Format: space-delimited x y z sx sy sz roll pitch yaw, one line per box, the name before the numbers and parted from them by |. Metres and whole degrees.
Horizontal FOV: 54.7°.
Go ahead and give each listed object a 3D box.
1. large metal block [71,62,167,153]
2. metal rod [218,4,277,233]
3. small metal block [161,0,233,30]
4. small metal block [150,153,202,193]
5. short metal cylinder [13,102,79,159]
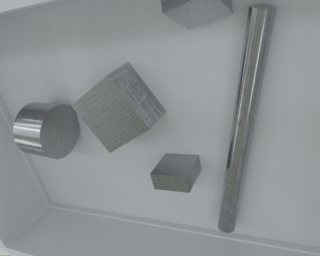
large metal block | -0.053 -0.025 0.403 0.080 0.050 0.080 -30 102 37
metal rod | 0.095 0.014 0.366 0.025 0.025 0.298 13 124 20
small metal block | 0.035 -0.121 0.295 0.050 0.050 0.025 -10 82 32
small metal block | 0.022 0.059 0.416 0.050 0.050 0.025 0 119 28
short metal cylinder | -0.166 0.003 0.460 0.050 0.080 0.079 7 122 24
